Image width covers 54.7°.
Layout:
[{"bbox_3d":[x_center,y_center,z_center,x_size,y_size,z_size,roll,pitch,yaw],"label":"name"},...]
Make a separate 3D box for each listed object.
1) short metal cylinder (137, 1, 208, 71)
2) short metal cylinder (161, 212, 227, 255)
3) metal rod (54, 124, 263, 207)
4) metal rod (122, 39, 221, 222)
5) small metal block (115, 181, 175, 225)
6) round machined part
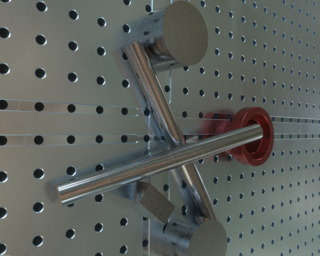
[{"bbox_3d":[0.018,-0.119,0.407,0.081,0.050,0.080,0,90,-40],"label":"short metal cylinder"},{"bbox_3d":[0.049,0.163,0.434,0.081,0.050,0.080,0,90,-40],"label":"short metal cylinder"},{"bbox_3d":[0.021,0.038,0.397,0.303,0.025,0.025,-14,100,-30],"label":"metal rod"},{"bbox_3d":[0.024,0.024,0.429,0.025,0.025,0.299,-38,114,-33],"label":"metal rod"},{"bbox_3d":[-0.018,0.089,0.378,0.050,0.050,0.025,48,62,-30],"label":"small metal block"},{"bbox_3d":[0.147,0.014,0.521,0.099,0.042,0.097,0,90,-40],"label":"round machined part"}]
